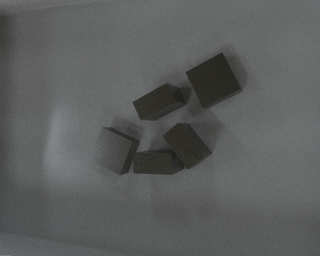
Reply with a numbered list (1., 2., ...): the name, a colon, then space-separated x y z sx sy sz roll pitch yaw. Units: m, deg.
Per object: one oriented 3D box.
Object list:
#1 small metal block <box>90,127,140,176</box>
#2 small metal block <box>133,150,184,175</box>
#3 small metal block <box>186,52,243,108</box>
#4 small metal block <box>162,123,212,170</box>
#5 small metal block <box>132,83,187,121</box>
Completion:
1. small metal block: -0.063 0.031 0.432 0.050 0.025 0.050 23 98 18
2. small metal block: -0.001 0.043 0.397 0.050 0.050 0.025 -1 90 19
3. small metal block: 0.068 -0.058 0.386 0.050 0.025 0.050 -27 81 17
4. small metal block: 0.035 0.021 0.384 0.025 0.050 0.050 -41 78 15
5. small metal block: 0.001 -0.032 0.396 0.050 0.050 0.025 -27 81 18
